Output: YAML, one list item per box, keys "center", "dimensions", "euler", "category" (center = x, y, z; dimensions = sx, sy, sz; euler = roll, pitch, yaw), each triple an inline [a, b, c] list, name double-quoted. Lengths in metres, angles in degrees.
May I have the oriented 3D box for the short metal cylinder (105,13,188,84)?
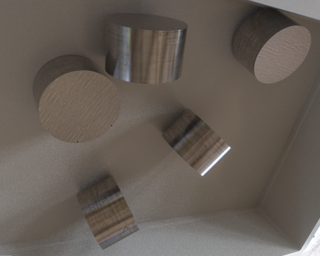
- center: [-0.015, -0.083, 0.315]
  dimensions: [0.081, 0.080, 0.050]
  euler: [-8, 122, -25]
  category: "short metal cylinder"

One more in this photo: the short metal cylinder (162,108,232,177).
- center: [0.048, 0.019, 0.413]
  dimensions: [0.050, 0.080, 0.080]
  euler: [-46, 130, 4]
  category: "short metal cylinder"

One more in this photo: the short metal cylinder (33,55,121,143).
- center: [-0.088, -0.031, 0.326]
  dimensions: [0.081, 0.050, 0.079]
  euler: [-14, 124, -21]
  category: "short metal cylinder"

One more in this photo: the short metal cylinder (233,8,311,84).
- center: [0.142, -0.104, 0.398]
  dimensions: [0.081, 0.050, 0.079]
  euler: [-16, 137, -15]
  category: "short metal cylinder"

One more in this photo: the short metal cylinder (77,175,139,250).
- center: [-0.068, 0.109, 0.405]
  dimensions: [0.050, 0.080, 0.080]
  euler: [-26, 128, -13]
  category: "short metal cylinder"
